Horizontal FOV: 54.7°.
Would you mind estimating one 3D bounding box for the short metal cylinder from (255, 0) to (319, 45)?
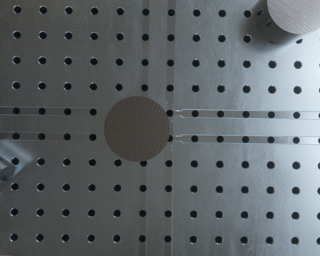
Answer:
[{"bbox_3d":[0.171,-0.154,0.402,0.081,0.050,0.079,0,90,0],"label":"short metal cylinder"}]

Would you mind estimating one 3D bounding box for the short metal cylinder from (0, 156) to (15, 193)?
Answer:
[{"bbox_3d":[-0.230,0.064,0.384,0.050,0.080,0.080,36,90,0],"label":"short metal cylinder"}]

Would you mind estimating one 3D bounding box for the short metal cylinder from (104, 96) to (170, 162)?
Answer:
[{"bbox_3d":[-0.028,0.001,0.400,0.081,0.050,0.079,0,90,0],"label":"short metal cylinder"}]
